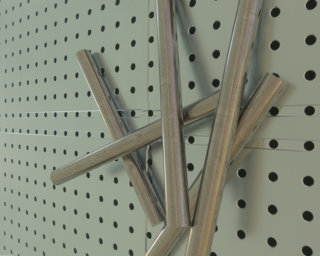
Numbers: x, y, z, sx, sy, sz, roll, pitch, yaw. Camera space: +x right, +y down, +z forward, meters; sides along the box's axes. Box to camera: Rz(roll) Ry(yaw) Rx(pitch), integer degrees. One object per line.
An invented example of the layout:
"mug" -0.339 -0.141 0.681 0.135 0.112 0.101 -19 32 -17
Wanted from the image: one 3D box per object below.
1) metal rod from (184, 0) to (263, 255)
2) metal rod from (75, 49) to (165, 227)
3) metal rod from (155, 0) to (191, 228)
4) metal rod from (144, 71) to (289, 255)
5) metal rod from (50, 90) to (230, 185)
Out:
"metal rod" 0.069 -0.010 0.322 0.025 0.025 0.299 11 88 39
"metal rod" -0.065 0.002 0.463 0.025 0.025 0.299 -41 65 32
"metal rod" 0.012 -0.041 0.362 0.025 0.025 0.299 -17 67 39
"metal rod" 0.051 0.070 0.368 0.025 0.025 0.298 44 116 31
"metal rod" -0.042 0.021 0.416 0.300 0.025 0.025 -25 74 28
